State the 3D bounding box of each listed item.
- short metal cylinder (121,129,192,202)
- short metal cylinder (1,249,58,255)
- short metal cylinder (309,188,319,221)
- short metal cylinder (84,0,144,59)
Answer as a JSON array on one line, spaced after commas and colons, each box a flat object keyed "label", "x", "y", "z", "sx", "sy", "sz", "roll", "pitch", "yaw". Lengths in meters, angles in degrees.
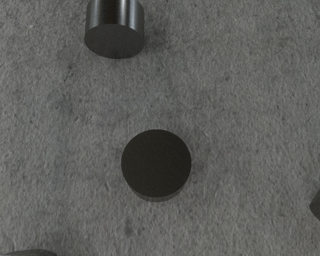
[{"label": "short metal cylinder", "x": -0.004, "y": 0.047, "z": 0.378, "sx": 0.081, "sy": 0.050, "sz": 0.080, "roll": 0, "pitch": 70, "yaw": 0}, {"label": "short metal cylinder", "x": -0.144, "y": 0.173, "z": 0.330, "sx": 0.081, "sy": 0.050, "sz": 0.080, "roll": 0, "pitch": 70, "yaw": 0}, {"label": "short metal cylinder", "x": 0.221, "y": 0.089, "z": 0.349, "sx": 0.080, "sy": 0.080, "sz": 0.050, "roll": 37, "pitch": 74, "yaw": 12}, {"label": "short metal cylinder", "x": -0.062, "y": -0.139, "z": 0.429, "sx": 0.081, "sy": 0.080, "sz": 0.050, "roll": -1, "pitch": 70, "yaw": -1}]
